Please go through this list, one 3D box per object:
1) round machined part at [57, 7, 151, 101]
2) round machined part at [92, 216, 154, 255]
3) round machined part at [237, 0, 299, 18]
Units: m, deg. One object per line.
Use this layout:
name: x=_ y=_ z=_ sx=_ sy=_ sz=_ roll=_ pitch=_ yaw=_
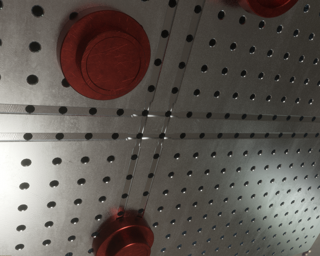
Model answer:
round machined part: x=-0.054 y=-0.073 z=0.326 sx=0.099 sy=0.042 sz=0.097 roll=-14 pitch=125 yaw=-21
round machined part: x=-0.054 y=0.192 z=0.491 sx=0.099 sy=0.042 sz=0.097 roll=-14 pitch=125 yaw=-21
round machined part: x=0.124 y=-0.182 z=0.358 sx=0.099 sy=0.042 sz=0.097 roll=-14 pitch=125 yaw=-21
